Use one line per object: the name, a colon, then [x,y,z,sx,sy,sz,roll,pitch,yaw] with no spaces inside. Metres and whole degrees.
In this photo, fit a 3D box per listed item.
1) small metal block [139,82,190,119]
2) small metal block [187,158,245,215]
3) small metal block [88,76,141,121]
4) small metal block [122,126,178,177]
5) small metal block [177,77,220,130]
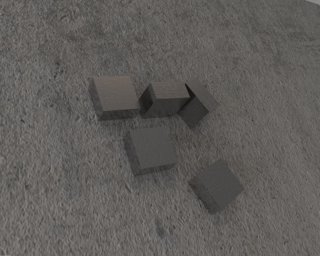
small metal block: [0.003,-0.037,0.412,0.050,0.050,0.025,-6,65,-31]
small metal block: [0.072,0.074,0.397,0.050,0.025,0.050,-29,78,-37]
small metal block: [-0.059,-0.038,0.395,0.050,0.025,0.050,-7,65,-31]
small metal block: [-0.012,0.028,0.380,0.050,0.025,0.050,-6,65,-31]
small metal block: [0.047,-0.034,0.433,0.025,0.050,0.050,-32,80,-38]
